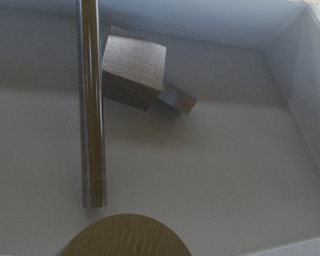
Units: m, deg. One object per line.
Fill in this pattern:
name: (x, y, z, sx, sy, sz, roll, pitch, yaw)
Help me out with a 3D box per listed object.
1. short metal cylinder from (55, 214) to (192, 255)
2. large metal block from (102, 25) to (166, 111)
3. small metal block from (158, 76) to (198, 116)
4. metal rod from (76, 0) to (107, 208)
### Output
short metal cylinder: (-0.024, 0.093, 0.170, 0.081, 0.050, 0.080, 14, 56, -21)
large metal block: (-0.041, -0.079, 0.417, 0.081, 0.050, 0.080, 18, 55, -18)
small metal block: (0.023, -0.046, 0.432, 0.050, 0.025, 0.050, 31, 15, -9)
metal rod: (-0.076, -0.067, 0.336, 0.025, 0.025, 0.298, 0, 84, -29)
